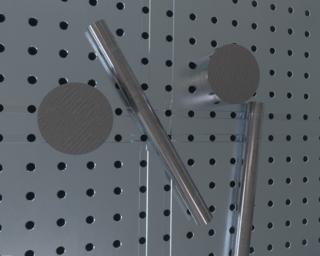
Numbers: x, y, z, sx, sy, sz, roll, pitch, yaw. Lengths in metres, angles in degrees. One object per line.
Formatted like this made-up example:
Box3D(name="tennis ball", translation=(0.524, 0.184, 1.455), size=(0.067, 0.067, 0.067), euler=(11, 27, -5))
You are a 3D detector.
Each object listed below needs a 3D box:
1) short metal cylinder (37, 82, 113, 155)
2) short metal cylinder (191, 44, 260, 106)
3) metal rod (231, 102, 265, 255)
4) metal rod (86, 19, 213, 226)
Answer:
Box3D(name="short metal cylinder", translation=(-0.100, -0.010, 0.363), size=(0.081, 0.050, 0.079), euler=(0, 90, -20))
Box3D(name="short metal cylinder", translation=(0.090, -0.071, 0.432), size=(0.081, 0.050, 0.079), euler=(0, 90, -20))
Box3D(name="metal rod", translation=(0.127, 0.110, 0.459), size=(0.025, 0.025, 0.298), euler=(8, 87, -20))
Box3D(name="metal rod", translation=(-0.009, 0.001, 0.409), size=(0.025, 0.025, 0.299), euler=(-32, 101, -17))
